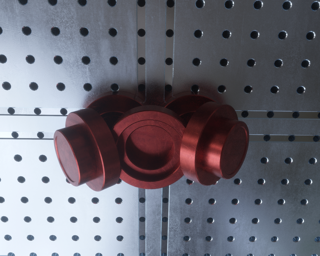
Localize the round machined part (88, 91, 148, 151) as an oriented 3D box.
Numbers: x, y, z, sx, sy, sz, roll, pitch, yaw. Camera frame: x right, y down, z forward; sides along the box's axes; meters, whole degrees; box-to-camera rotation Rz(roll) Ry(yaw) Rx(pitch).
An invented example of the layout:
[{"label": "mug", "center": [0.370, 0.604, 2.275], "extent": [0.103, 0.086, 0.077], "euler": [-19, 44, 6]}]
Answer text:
[{"label": "round machined part", "center": [-0.056, 0.004, 0.405], "extent": [0.099, 0.042, 0.097], "euler": [0, 110, -1]}]

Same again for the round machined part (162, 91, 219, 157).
[{"label": "round machined part", "center": [0.043, 0.004, 0.406], "extent": [0.099, 0.042, 0.097], "euler": [0, 110, -1]}]

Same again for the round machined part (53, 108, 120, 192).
[{"label": "round machined part", "center": [-0.090, 0.029, 0.359], "extent": [0.042, 0.098, 0.097], "euler": [-20, 115, -33]}]

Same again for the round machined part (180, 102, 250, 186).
[{"label": "round machined part", "center": [0.069, 0.021, 0.359], "extent": [0.042, 0.099, 0.097], "euler": [17, 116, 37]}]

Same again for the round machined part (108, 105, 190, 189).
[{"label": "round machined part", "center": [-0.011, 0.019, 0.365], "extent": [0.099, 0.042, 0.097], "euler": [0, 110, -1]}]
